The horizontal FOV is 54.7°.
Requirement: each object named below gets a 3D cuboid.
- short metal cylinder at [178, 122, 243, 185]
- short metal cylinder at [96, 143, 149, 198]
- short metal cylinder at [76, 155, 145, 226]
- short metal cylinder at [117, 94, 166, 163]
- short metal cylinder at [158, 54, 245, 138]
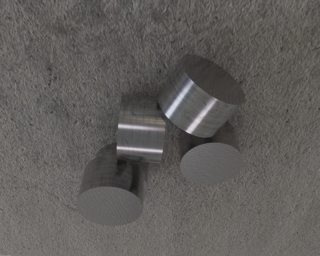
[{"bbox_3d":[0.066,0.032,0.418,0.081,0.050,0.079,0,130,0],"label":"short metal cylinder"},{"bbox_3d":[-0.057,0.067,0.447,0.081,0.050,0.079,0,130,0],"label":"short metal cylinder"},{"bbox_3d":[-0.061,0.080,0.393,0.081,0.050,0.079,0,130,0],"label":"short metal cylinder"},{"bbox_3d":[-0.022,0.001,0.371,0.050,0.080,0.079,5,130,-4],"label":"short metal cylinder"},{"bbox_3d":[0.045,-0.036,0.341,0.080,0.080,0.050,22,127,-18],"label":"short metal cylinder"}]
